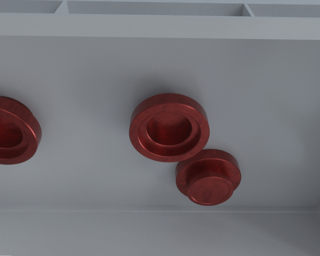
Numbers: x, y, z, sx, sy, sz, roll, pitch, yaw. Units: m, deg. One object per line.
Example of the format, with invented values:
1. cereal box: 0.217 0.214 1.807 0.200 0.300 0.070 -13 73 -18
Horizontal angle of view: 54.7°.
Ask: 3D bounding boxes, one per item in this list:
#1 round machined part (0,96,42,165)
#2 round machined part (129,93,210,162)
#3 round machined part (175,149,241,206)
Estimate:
1. round machined part: -0.201 -0.001 0.395 0.099 0.042 0.097 0 130 0
2. round machined part: 0.011 -0.004 0.394 0.099 0.042 0.097 0 130 0
3. round machined part: 0.073 0.081 0.467 0.099 0.042 0.097 0 130 0
